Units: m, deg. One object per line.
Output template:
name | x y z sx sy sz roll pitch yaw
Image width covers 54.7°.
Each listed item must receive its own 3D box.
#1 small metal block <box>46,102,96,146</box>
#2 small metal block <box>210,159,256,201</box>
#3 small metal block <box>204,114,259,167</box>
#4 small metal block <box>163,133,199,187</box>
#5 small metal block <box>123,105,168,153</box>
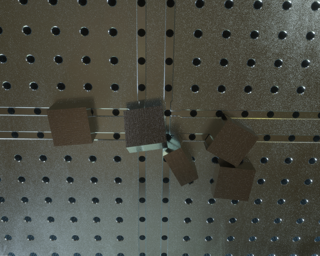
small metal block | -0.116 -0.005 0.410 0.050 0.025 0.050 -5 110 1
small metal block | 0.103 0.074 0.442 0.050 0.025 0.050 7 110 -3
small metal block | 0.096 0.017 0.421 0.050 0.025 0.050 29 107 -11
small metal block | 0.027 0.041 0.416 0.025 0.050 0.050 -27 108 9
small metal block | -0.018 0.002 0.400 0.050 0.025 0.050 -8 69 2
